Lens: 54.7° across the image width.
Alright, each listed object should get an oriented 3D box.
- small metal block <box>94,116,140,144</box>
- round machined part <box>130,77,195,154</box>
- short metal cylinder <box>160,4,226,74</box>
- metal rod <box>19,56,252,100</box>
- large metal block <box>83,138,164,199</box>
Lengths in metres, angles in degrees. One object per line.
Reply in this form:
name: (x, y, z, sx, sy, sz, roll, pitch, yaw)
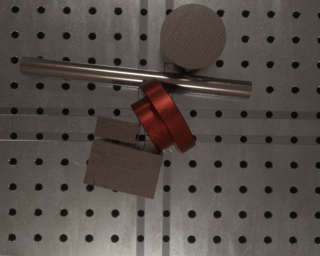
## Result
small metal block: (-0.053, 0.002, 0.400, 0.050, 0.050, 0.025, 11, 90, -1)
round machined part: (-0.001, -0.009, 0.376, 0.042, 0.098, 0.098, -32, 90, -2)
short metal cylinder: (0.040, -0.112, 0.401, 0.081, 0.050, 0.079, 0, 90, -1)
metal rod: (-0.031, -0.066, 0.412, 0.302, 0.025, 0.025, 6, 90, -1)
large metal block: (-0.041, 0.046, 0.385, 0.080, 0.080, 0.050, 13, 90, -1)
